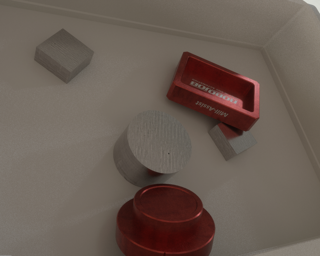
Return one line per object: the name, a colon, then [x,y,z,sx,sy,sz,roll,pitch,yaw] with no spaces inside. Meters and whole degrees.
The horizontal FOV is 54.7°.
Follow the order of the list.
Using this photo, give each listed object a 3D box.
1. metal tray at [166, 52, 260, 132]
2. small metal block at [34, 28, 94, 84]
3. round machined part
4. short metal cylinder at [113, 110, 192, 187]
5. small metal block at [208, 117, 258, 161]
metal tray: [0.083,-0.057,0.463,0.131,0.030,0.090,22,45,-4]
small metal block: [-0.122,-0.093,0.397,0.050,0.025,0.050,37,51,-4]
round machined part: [0.006,0.090,0.310,0.099,0.042,0.098,6,19,-2]
short metal cylinder: [-0.009,0.026,0.370,0.081,0.050,0.080,14,56,-21]
small metal block: [0.107,0.014,0.457,0.050,0.025,0.050,-21,73,-36]
